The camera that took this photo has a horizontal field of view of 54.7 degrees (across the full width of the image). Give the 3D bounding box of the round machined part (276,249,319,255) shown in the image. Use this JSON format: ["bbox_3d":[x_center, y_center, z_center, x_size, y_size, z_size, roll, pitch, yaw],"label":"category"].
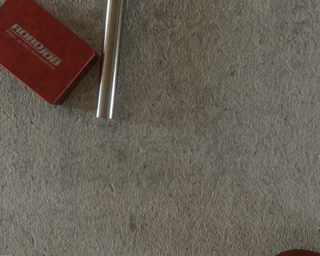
[{"bbox_3d":[0.182,0.200,0.394,0.098,0.042,0.097,2,98,17],"label":"round machined part"}]

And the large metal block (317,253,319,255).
[{"bbox_3d":[0.261,0.186,0.383,0.050,0.080,0.080,-38,90,-6],"label":"large metal block"}]

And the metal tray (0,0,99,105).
[{"bbox_3d":[-0.159,-0.103,0.406,0.130,0.030,0.090,39,90,0],"label":"metal tray"}]

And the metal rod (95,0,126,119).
[{"bbox_3d":[-0.059,-0.162,0.409,0.025,0.025,0.298,6,90,0],"label":"metal rod"}]
